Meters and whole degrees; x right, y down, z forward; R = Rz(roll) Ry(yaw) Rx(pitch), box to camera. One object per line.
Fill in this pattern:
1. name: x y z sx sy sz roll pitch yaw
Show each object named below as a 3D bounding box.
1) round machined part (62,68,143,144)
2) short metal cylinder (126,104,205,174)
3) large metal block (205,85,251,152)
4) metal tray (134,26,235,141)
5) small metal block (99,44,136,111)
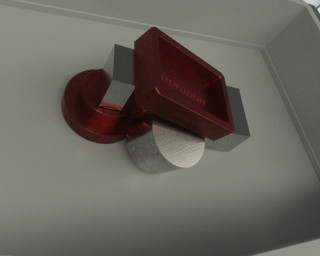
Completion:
1. round machined part: -0.066 -0.033 0.378 0.099 0.042 0.098 14 56 -21
2. short metal cylinder: 0.008 0.012 0.371 0.081 0.050 0.080 15 66 -36
3. large metal block: 0.072 -0.017 0.437 0.081 0.050 0.080 9 58 -24
4. metal tray: 0.030 -0.047 0.356 0.131 0.030 0.090 23 51 -39
5. small metal block: -0.047 -0.055 0.343 0.025 0.050 0.050 12 57 -22
